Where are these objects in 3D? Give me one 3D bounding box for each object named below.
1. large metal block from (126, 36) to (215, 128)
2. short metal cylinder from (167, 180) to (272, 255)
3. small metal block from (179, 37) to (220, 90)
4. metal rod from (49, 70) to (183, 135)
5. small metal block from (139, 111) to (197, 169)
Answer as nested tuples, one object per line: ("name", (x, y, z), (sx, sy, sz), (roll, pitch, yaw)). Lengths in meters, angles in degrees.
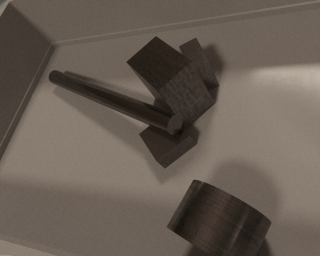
("large metal block", (0.014, -0.058, 0.394), (0.050, 0.080, 0.080), (-42, 48, -1))
("short metal cylinder", (0.054, 0.090, 0.286), (0.080, 0.080, 0.050), (22, 74, 35))
("small metal block", (0.052, -0.082, 0.412), (0.025, 0.050, 0.050), (-26, 53, 11))
("metal rod", (-0.086, -0.048, 0.459), (0.300, 0.025, 0.025), (23, 74, 42))
("small metal block", (0.009, 0.014, 0.391), (0.050, 0.025, 0.050), (-38, 52, 2))
